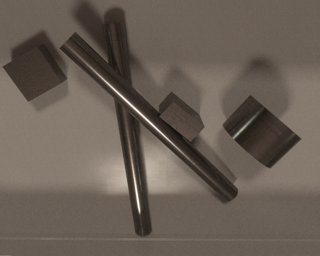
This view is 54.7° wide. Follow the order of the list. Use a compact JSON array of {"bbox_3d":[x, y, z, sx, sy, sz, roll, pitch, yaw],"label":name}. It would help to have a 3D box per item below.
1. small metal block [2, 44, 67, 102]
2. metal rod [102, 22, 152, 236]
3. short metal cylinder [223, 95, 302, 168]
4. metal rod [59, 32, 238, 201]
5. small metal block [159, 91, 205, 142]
[{"bbox_3d":[-0.154,-0.068,0.384,0.050,0.025,0.050,-27,108,9],"label":"small metal block"},{"bbox_3d":[-0.040,0.015,0.416,0.025,0.025,0.298,-6,110,2],"label":"metal rod"},{"bbox_3d":[0.126,0.004,0.385,0.080,0.080,0.050,37,106,-13],"label":"short metal cylinder"},{"bbox_3d":[0.001,0.000,0.392,0.025,0.025,0.300,-41,113,13],"label":"metal rod"},{"bbox_3d":[0.026,-0.016,0.393,0.050,0.050,0.025,38,105,-13],"label":"small metal block"}]
